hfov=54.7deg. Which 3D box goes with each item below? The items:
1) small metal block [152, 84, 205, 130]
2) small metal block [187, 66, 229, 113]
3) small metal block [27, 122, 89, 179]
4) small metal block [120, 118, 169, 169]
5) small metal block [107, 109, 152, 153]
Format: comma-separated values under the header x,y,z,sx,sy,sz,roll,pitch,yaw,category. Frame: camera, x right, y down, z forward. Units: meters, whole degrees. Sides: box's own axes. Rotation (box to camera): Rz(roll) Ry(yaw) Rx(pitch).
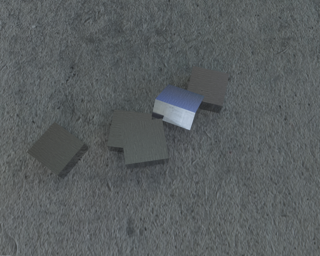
x,y,z,sx,sy,sz,roll,pitch,yaw,category
0.024,-0.028,0.390,0.050,0.025,0.050,20,34,10,small metal block
0.064,-0.053,0.428,0.050,0.025,0.050,13,70,4,small metal block
-0.129,0.029,0.397,0.050,0.025,0.050,34,73,11,small metal block
-0.019,0.019,0.375,0.050,0.025,0.050,-8,71,-4,small metal block
-0.038,0.006,0.405,0.050,0.025,0.050,7,70,2,small metal block
